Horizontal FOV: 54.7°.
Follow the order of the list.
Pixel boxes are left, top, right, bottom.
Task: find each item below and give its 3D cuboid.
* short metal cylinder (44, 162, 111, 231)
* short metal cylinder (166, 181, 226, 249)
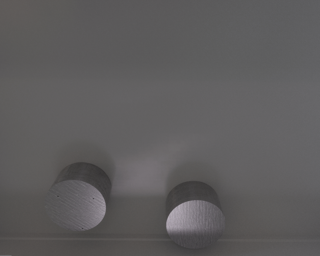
[{"bbox_3d":[-0.112,0.095,0.432,0.081,0.050,0.079,0,110,0],"label":"short metal cylinder"},{"bbox_3d":[0.049,0.123,0.444,0.081,0.050,0.079,0,110,0],"label":"short metal cylinder"}]
